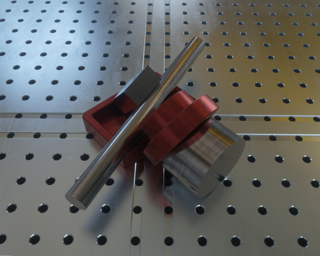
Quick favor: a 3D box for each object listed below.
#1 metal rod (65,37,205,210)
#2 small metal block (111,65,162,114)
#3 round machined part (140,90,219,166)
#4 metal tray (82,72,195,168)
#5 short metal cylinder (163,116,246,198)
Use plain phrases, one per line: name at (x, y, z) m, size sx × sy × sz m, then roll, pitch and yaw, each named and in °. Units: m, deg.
metal rod at (-0.013, -0.028, 0.391) m, size 0.025 × 0.025 × 0.301 m, roll 22°, pitch 53°, yaw 17°
small metal block at (-0.031, -0.049, 0.404) m, size 0.025 × 0.050 × 0.050 m, roll 44°, pitch 66°, yaw -13°
round machined part at (0.017, -0.005, 0.351) m, size 0.099 × 0.098 × 0.042 m, roll -39°, pitch 82°, yaw -28°
metal tray at (-0.024, -0.017, 0.417) m, size 0.131 × 0.030 × 0.090 m, roll -36°, pitch 59°, yaw -27°
short metal cylinder at (0.049, 0.030, 0.345) m, size 0.080 × 0.080 × 0.050 m, roll -36°, pitch 59°, yaw -27°
